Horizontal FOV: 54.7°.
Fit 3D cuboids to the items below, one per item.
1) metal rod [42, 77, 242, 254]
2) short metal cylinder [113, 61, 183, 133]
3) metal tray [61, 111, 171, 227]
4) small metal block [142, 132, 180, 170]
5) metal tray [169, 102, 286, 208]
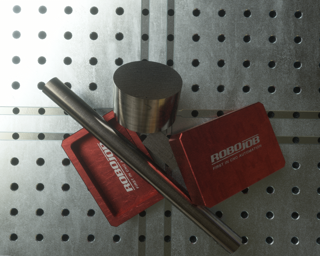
[{"bbox_3d":[-0.021,0.046,0.379,0.300,0.025,0.025,41,90,-1],"label":"metal rod"},{"bbox_3d":[-0.016,-0.039,0.376,0.080,0.080,0.050,8,132,0],"label":"short metal cylinder"},{"bbox_3d":[-0.055,0.050,0.406,0.090,0.030,0.130,-32,90,0],"label":"metal tray"},{"bbox_3d":[0.005,0.025,0.396,0.050,0.050,0.025,41,90,0],"label":"small metal block"},{"bbox_3d":[0.086,0.030,0.382,0.131,0.030,0.090,-21,90,-25],"label":"metal tray"}]
